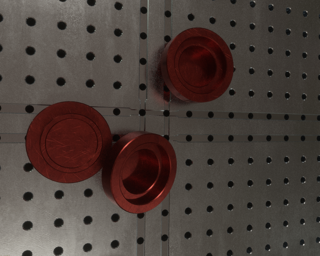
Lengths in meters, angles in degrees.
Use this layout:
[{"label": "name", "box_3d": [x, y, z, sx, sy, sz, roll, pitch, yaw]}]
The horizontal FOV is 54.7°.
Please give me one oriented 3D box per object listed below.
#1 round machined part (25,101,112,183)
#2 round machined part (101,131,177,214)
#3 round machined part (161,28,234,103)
[{"label": "round machined part", "box_3d": [-0.105, 0.017, 0.365, 0.099, 0.042, 0.097, 0, 90, -21]}, {"label": "round machined part", "box_3d": [-0.029, 0.051, 0.382, 0.099, 0.042, 0.097, -10, 105, -39]}, {"label": "round machined part", "box_3d": [0.047, -0.082, 0.422, 0.099, 0.042, 0.097, 0, 90, -21]}]
